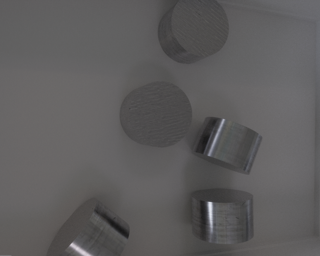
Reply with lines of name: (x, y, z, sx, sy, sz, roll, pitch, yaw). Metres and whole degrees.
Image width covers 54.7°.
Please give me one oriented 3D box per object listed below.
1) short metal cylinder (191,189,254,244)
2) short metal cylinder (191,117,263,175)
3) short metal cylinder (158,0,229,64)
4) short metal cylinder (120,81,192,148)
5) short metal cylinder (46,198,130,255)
short metal cylinder: (0.083, 0.114, 0.412, 0.081, 0.080, 0.050, -2, 91, -20)
short metal cylinder: (0.089, 0.024, 0.414, 0.080, 0.080, 0.050, 25, 82, -19)
short metal cylinder: (0.043, -0.130, 0.413, 0.081, 0.050, 0.080, 0, 90, -20)
short metal cylinder: (-0.006, -0.017, 0.395, 0.081, 0.050, 0.080, 0, 90, -20)
short metal cylinder: (-0.081, 0.127, 0.352, 0.050, 0.080, 0.080, 44, 76, -15)
